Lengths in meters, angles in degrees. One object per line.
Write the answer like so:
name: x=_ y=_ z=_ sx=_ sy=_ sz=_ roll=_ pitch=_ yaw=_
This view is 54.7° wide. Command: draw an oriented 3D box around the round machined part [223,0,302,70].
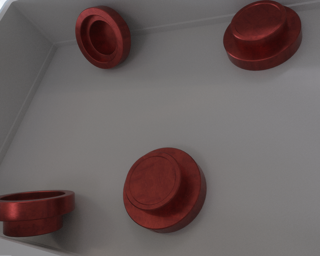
round machined part: x=0.131 y=-0.127 z=0.404 sx=0.098 sy=0.042 sz=0.098 roll=-13 pitch=56 yaw=21

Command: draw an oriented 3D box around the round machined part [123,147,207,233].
round machined part: x=0.000 y=0.066 z=0.354 sx=0.098 sy=0.042 sz=0.098 roll=-13 pitch=56 yaw=21

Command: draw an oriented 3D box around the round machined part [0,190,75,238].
round machined part: x=-0.156 y=0.105 z=0.384 sx=0.098 sy=0.098 sz=0.042 roll=-4 pitch=86 yaw=26

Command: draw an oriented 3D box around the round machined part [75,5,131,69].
round machined part: x=-0.088 y=-0.150 z=0.510 sx=0.098 sy=0.097 sz=0.042 roll=7 pitch=30 yaw=31
